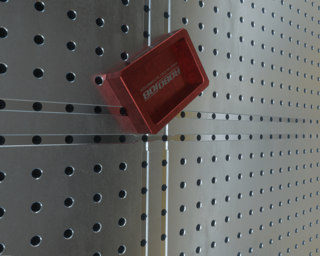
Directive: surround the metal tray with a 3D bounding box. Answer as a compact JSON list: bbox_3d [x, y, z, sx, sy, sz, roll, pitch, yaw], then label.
[{"bbox_3d":[0.004,-0.063,0.410,0.131,0.030,0.090,-43,116,-32],"label":"metal tray"}]
